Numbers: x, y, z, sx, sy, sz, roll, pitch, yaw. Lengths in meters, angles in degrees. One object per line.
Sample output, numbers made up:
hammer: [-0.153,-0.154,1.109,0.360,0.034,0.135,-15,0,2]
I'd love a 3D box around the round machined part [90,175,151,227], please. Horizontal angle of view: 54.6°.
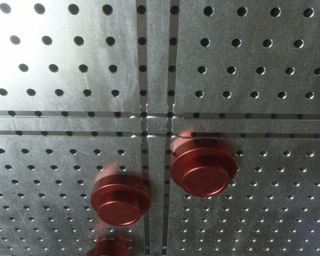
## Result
round machined part: [-0.064,0.124,0.505,0.099,0.042,0.097,0,130,0]

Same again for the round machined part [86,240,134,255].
round machined part: [-0.100,0.260,0.621,0.099,0.042,0.097,0,130,0]

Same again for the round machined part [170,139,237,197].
round machined part: [0.064,0.065,0.456,0.099,0.042,0.097,0,130,0]
